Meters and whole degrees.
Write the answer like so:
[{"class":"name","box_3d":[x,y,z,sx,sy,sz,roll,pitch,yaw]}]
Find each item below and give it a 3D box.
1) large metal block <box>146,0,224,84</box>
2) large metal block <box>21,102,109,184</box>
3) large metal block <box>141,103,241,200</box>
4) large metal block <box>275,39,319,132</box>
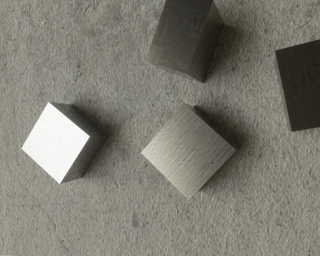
[{"class":"large metal block","box_3d":[0.033,-0.103,0.368,0.050,0.080,0.080,22,97,19]},{"class":"large metal block","box_3d":[-0.135,0.020,0.443,0.080,0.050,0.080,37,102,16]},{"class":"large metal block","box_3d":[0.039,0.027,0.382,0.080,0.050,0.080,44,103,14]},{"class":"large metal block","box_3d":[0.155,-0.040,0.325,0.050,0.080,0.080,-11,86,20]}]
